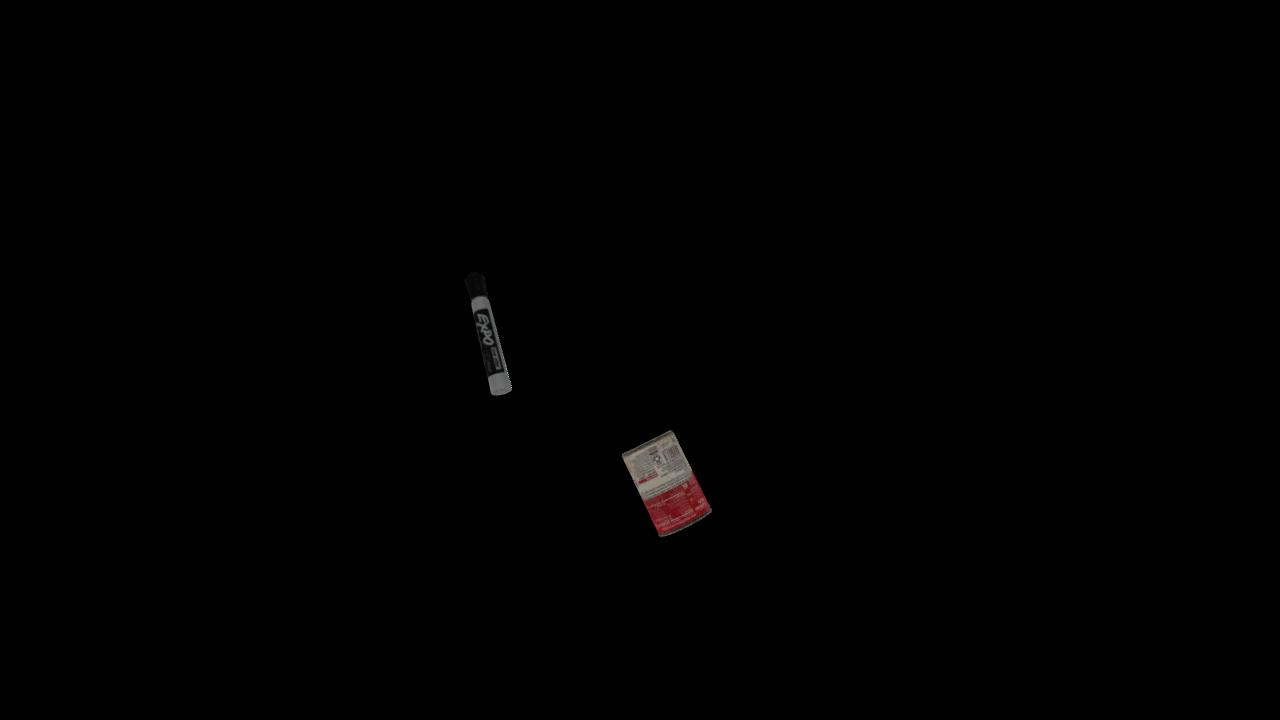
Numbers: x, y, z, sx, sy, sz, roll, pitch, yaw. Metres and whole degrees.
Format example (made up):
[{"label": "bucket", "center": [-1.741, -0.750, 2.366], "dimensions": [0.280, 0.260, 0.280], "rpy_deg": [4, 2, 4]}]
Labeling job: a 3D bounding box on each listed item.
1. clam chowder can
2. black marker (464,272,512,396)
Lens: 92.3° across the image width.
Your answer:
[{"label": "clam chowder can", "center": [0.030, 0.140, 0.702], "dimensions": [0.068, 0.102, 0.068], "rpy_deg": [-26, -7, -3]}, {"label": "black marker", "center": [-0.140, -0.027, 0.563], "dimensions": [0.020, 0.121, 0.020], "rpy_deg": [-16, -17, -5]}]
